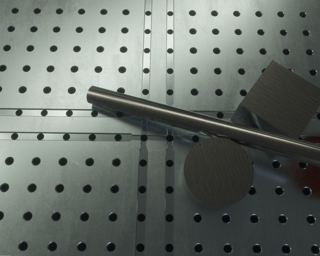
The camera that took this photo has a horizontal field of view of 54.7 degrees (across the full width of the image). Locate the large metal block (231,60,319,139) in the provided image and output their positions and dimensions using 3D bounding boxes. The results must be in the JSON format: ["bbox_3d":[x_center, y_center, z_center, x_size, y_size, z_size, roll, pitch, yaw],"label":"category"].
[{"bbox_3d":[0.155,-0.028,0.410,0.080,0.050,0.080,36,74,12],"label":"large metal block"}]

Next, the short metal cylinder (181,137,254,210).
[{"bbox_3d":[0.067,0.057,0.378,0.081,0.050,0.080,0,71,0],"label":"short metal cylinder"}]

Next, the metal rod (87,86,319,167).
[{"bbox_3d":[0.045,-0.007,0.390,0.301,0.025,0.025,16,71,15],"label":"metal rod"}]
